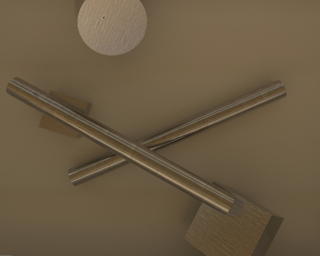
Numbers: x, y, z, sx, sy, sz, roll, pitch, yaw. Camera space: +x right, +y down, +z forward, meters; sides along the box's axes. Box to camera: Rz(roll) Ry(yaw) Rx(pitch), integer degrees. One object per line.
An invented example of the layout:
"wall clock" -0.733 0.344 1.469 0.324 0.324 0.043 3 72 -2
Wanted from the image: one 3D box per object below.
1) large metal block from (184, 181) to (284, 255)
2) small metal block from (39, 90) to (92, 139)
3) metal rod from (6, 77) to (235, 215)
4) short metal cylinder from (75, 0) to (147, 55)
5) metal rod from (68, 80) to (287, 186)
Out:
"large metal block" 0.090 0.123 0.380 0.080 0.050 0.080 27 90 40
"small metal block" -0.124 -0.018 0.410 0.050 0.025 0.050 18 90 -1
"metal rod" -0.052 0.018 0.372 0.301 0.025 0.025 28 90 6
"short metal cylinder" -0.061 -0.136 0.378 0.081 0.050 0.079 -10 132 -12
"metal rod" 0.023 0.007 0.411 0.301 0.025 0.025 -23 90 -1
